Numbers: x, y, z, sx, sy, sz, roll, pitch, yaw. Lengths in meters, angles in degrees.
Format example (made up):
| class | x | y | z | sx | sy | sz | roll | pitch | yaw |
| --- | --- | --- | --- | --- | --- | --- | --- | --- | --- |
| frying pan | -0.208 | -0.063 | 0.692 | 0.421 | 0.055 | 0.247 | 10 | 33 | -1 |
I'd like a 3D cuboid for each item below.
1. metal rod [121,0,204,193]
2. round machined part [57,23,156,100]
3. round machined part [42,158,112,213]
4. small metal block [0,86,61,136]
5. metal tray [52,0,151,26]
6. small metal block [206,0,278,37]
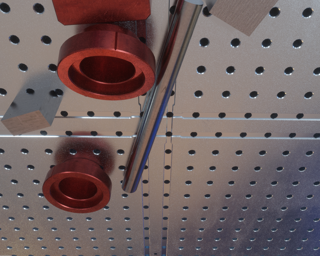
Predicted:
| class | x | y | z | sx | sy | sz | roll | pitch | yaw |
| --- | --- | --- | --- | --- | --- | --- | --- | --- | --- |
| metal rod | -0.009 | -0.017 | 0.396 | 0.025 | 0.025 | 0.298 | 12 | 129 | -10 |
| round machined part | -0.054 | -0.070 | 0.324 | 0.099 | 0.042 | 0.098 | 0 | 157 | 0 |
| round machined part | -0.122 | 0.084 | 0.470 | 0.099 | 0.042 | 0.097 | 0 | 130 | 0 |
| small metal block | -0.154 | -0.021 | 0.376 | 0.050 | 0.050 | 0.025 | -14 | 129 | 11 |
| metal tray | -0.058 | -0.161 | 0.271 | 0.091 | 0.030 | 0.129 | -3 | 130 | 2 |
| small metal block | 0.082 | -0.127 | 0.304 | 0.050 | 0.025 | 0.050 | 24 | 126 | -19 |
